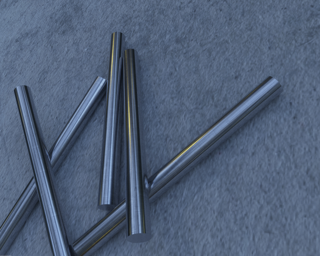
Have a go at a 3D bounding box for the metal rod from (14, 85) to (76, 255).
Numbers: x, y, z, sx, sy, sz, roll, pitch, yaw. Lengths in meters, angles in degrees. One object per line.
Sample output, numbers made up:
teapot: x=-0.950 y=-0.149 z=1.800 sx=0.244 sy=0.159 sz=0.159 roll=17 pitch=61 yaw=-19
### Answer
metal rod: x=-0.159 y=0.058 z=0.420 sx=0.025 sy=0.025 sz=0.299 roll=-31 pitch=61 yaw=8

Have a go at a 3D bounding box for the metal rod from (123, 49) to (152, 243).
metal rod: x=-0.034 y=-0.005 z=0.402 sx=0.025 sy=0.025 sz=0.300 roll=-21 pitch=47 yaw=16

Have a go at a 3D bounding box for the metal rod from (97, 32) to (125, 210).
metal rod: x=-0.068 y=-0.030 z=0.456 sx=0.025 sy=0.025 sz=0.299 roll=-15 pitch=56 yaw=19

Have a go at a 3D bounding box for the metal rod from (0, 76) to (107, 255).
metal rod: x=-0.159 y=0.052 z=0.453 sx=0.025 sy=0.025 sz=0.300 roll=17 pitch=70 yaw=34

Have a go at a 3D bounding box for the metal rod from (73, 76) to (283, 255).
metal rod: x=0.021 y=0.046 z=0.363 sx=0.300 sy=0.025 sz=0.025 roll=-40 pitch=51 yaw=0
